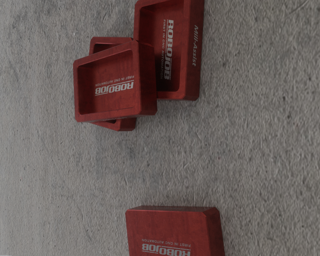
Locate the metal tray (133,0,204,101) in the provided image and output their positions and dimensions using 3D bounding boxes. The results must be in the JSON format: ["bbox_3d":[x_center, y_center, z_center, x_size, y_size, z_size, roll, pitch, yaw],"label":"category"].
[{"bbox_3d":[0.007,-0.101,0.395,0.090,0.030,0.129,5,93,39],"label":"metal tray"}]

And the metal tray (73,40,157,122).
[{"bbox_3d":[-0.064,-0.057,0.414,0.130,0.030,0.089,-5,87,39],"label":"metal tray"}]

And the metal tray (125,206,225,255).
[{"bbox_3d":[0.015,0.146,0.389,0.130,0.030,0.089,-11,83,39],"label":"metal tray"}]

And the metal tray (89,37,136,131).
[{"bbox_3d":[-0.071,-0.067,0.459,0.090,0.030,0.129,14,99,39],"label":"metal tray"}]
